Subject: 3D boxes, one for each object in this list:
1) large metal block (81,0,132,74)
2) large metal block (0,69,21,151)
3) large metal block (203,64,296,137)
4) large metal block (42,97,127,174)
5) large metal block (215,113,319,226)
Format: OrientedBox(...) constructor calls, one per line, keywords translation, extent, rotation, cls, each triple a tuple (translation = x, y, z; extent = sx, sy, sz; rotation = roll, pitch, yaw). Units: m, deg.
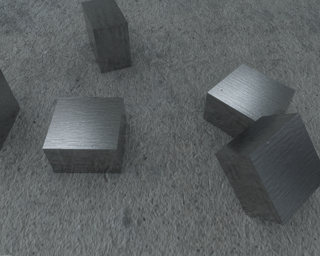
OrientedBox(translation=(-0.084, -0.147, 0.490), extent=(0.050, 0.080, 0.080), rotation=(-16, 52, -13), cls="large metal block")
OrientedBox(translation=(-0.226, -0.024, 0.386), extent=(0.050, 0.080, 0.080), rotation=(3, 50, 2), cls="large metal block")
OrientedBox(translation=(0.117, -0.031, 0.413), extent=(0.080, 0.050, 0.080), rotation=(36, 58, 26), cls="large metal block")
OrientedBox(translation=(-0.086, 0.008, 0.379), extent=(0.080, 0.050, 0.080), rotation=(1, 50, 0), cls="large metal block")
OrientedBox(translation=(0.118, 0.040, 0.327), extent=(0.080, 0.050, 0.080), rotation=(-34, 103, -25), cls="large metal block")
